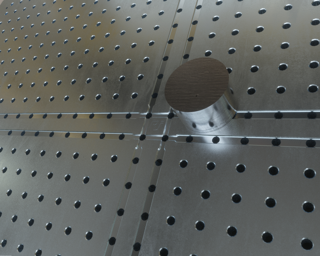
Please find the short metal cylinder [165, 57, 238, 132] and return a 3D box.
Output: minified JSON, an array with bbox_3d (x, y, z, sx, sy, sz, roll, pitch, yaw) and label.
[{"bbox_3d":[0.053,-0.041,0.389,0.080,0.050,0.080,-13,56,20],"label":"short metal cylinder"}]
